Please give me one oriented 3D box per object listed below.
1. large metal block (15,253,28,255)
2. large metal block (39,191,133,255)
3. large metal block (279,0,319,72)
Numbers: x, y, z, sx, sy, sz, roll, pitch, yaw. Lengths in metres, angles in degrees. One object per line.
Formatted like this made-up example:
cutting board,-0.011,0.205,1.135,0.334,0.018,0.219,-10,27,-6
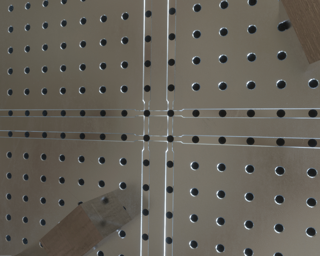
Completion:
large metal block,-0.206,0.250,0.473,0.080,0.050,0.080,9,93,20
large metal block,-0.097,0.137,0.418,0.080,0.080,0.050,-42,77,15
large metal block,0.184,-0.117,0.334,0.080,0.050,0.080,-22,83,18
